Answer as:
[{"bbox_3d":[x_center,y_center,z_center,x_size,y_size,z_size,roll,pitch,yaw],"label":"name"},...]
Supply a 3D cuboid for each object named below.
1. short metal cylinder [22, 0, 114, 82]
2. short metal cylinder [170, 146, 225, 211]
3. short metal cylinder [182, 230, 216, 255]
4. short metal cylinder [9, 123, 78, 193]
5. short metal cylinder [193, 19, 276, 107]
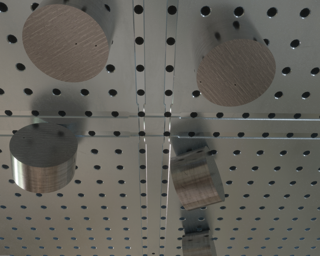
[{"bbox_3d":[-0.089,-0.094,0.314,0.081,0.050,0.079,0,130,0],"label":"short metal cylinder"},{"bbox_3d":[0.054,0.071,0.437,0.050,0.080,0.080,-20,128,16],"label":"short metal cylinder"},{"bbox_3d":[0.076,0.236,0.578,0.050,0.080,0.080,-14,129,11],"label":"short metal cylinder"},{"bbox_3d":[-0.151,0.038,0.406,0.081,0.080,0.050,10,129,-9],"label":"short metal cylinder"},{"bbox_3d":[0.078,-0.070,0.337,0.081,0.050,0.079,0,130,0],"label":"short metal cylinder"}]
